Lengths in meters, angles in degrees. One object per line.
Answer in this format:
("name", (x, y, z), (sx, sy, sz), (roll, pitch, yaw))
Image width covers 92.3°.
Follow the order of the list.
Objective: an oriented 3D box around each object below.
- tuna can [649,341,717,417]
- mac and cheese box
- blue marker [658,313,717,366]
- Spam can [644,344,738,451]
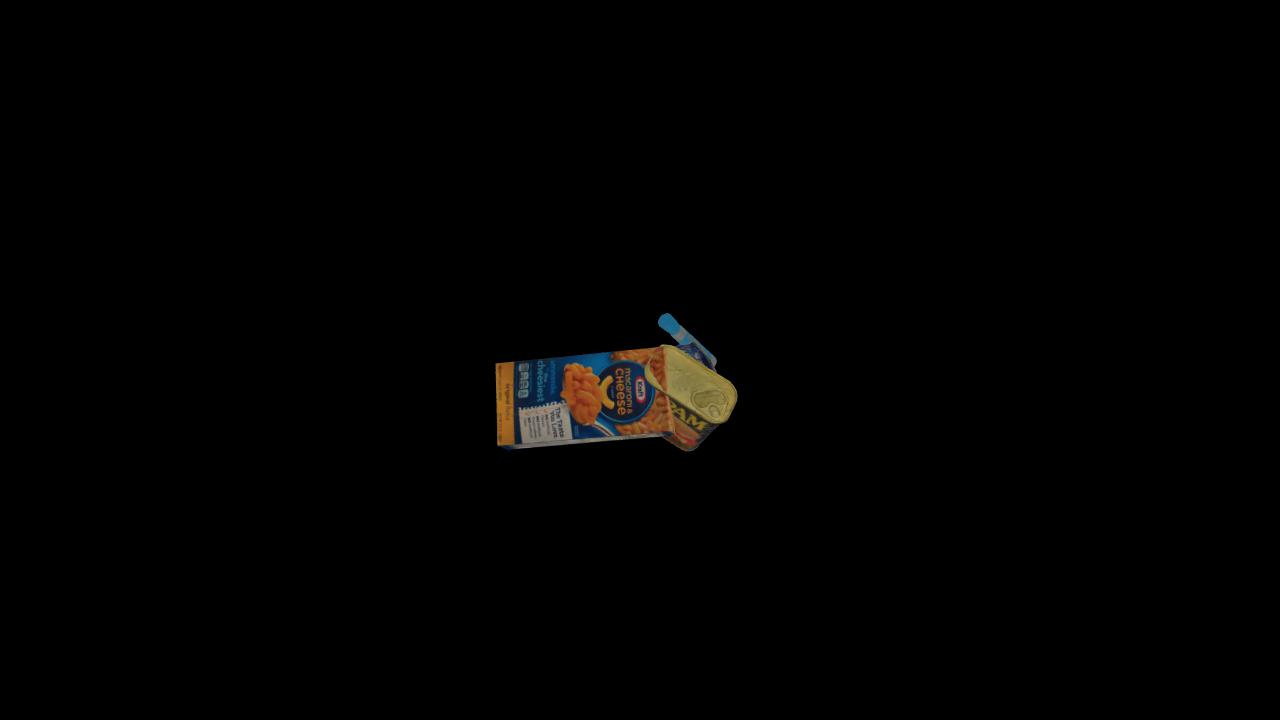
("tuna can", (0.060, 0.020, 0.749), (0.034, 0.084, 0.084), (-25, 9, -20))
("mac and cheese box", (-0.059, 0.041, 0.652), (0.184, 0.093, 0.041), (-6, -16, 7))
("blue marker", (0.058, -0.022, 0.744), (0.020, 0.020, 0.121), (0, -25, 37))
("Spam can", (0.041, 0.044, 0.667), (0.101, 0.058, 0.085), (33, -35, 1))
